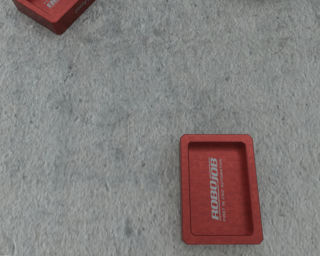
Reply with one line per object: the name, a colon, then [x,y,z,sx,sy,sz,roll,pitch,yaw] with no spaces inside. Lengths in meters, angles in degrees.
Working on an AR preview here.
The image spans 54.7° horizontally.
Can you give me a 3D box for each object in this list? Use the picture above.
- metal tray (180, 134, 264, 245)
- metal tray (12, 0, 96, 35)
metal tray: [0.070,0.073,0.379,0.091,0.030,0.130,0,70,-1]
metal tray: [-0.151,-0.217,0.482,0.090,0.030,0.130,33,73,11]
